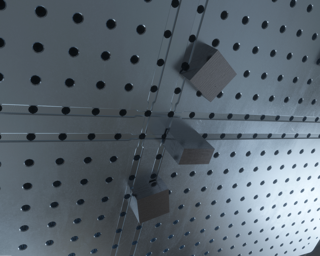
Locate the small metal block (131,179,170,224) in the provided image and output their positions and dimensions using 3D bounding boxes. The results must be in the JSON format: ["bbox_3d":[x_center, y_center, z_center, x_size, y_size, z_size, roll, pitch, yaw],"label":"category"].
[{"bbox_3d":[-0.014,0.111,0.471,0.050,0.025,0.050,-16,125,-20],"label":"small metal block"}]

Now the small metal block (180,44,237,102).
[{"bbox_3d":[0.063,-0.070,0.402,0.050,0.025,0.050,-48,129,5],"label":"small metal block"}]

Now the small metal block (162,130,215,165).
[{"bbox_3d":[0.039,0.026,0.432,0.050,0.050,0.025,3,117,-30],"label":"small metal block"}]
